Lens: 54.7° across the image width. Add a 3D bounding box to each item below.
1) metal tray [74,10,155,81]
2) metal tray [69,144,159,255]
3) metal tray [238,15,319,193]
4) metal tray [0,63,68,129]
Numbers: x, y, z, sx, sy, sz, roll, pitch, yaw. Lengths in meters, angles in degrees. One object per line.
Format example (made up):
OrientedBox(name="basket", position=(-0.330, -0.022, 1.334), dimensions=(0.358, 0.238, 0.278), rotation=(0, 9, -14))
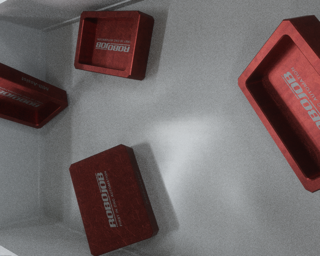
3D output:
OrientedBox(name="metal tray", position=(-0.073, -0.124, 0.460), dimensions=(0.130, 0.030, 0.089), rotation=(17, 101, 38))
OrientedBox(name="metal tray", position=(-0.066, 0.098, 0.431), dimensions=(0.090, 0.030, 0.130), rotation=(-22, 74, 9))
OrientedBox(name="metal tray", position=(0.130, -0.019, 0.269), dimensions=(0.130, 0.030, 0.090), rotation=(63, 154, 20))
OrientedBox(name="metal tray", position=(-0.235, -0.049, 0.518), dimensions=(0.090, 0.131, 0.030), rotation=(-33, 56, 26))
